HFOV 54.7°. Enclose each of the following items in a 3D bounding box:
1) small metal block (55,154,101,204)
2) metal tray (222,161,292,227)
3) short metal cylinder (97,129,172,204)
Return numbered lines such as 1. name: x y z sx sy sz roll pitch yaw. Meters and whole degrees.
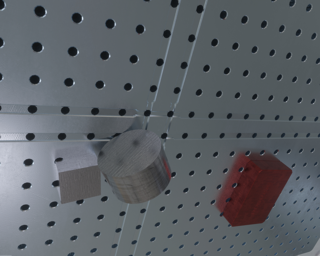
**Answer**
1. small metal block: -0.104 0.064 0.394 0.050 0.025 0.050 -9 122 -24
2. metal tray: 0.183 0.124 0.584 0.091 0.030 0.129 5 116 -31
3. short metal cylinder: -0.031 0.047 0.388 0.080 0.080 0.050 -27 128 -11
